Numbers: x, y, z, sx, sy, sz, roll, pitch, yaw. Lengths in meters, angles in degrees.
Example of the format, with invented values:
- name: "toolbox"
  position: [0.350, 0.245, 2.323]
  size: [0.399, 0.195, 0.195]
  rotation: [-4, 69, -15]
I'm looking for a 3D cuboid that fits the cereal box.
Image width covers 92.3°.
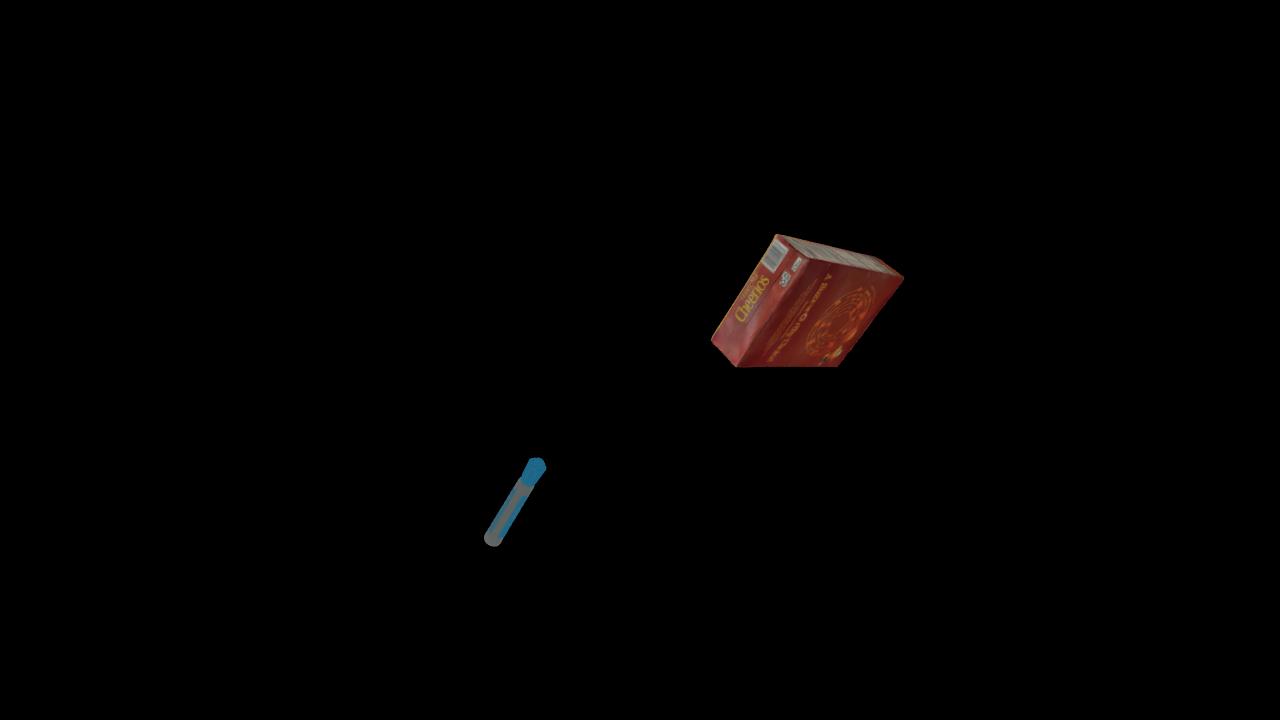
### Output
- name: "cereal box"
  position: [0.281, -0.085, 1.010]
  size: [0.306, 0.203, 0.081]
  rotation: [-1, 40, -43]

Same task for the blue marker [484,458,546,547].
- name: "blue marker"
  position: [-0.123, 0.140, 0.606]
  size: [0.020, 0.121, 0.020]
  rotation: [25, 28, -15]
